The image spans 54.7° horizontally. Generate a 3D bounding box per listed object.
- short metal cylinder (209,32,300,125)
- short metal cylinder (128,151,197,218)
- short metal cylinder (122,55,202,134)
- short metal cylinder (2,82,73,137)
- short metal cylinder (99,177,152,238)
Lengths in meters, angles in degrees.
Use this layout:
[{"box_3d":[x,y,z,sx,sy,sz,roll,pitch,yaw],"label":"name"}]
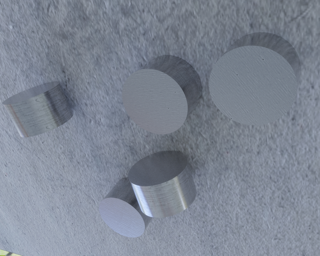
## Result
[{"box_3d":[0.095,-0.049,0.309,0.080,0.050,0.079,13,124,20],"label":"short metal cylinder"},{"box_3d":[0.004,0.073,0.413,0.080,0.080,0.050,-4,117,29],"label":"short metal cylinder"},{"box_3d":[0.003,-0.039,0.363,0.080,0.050,0.079,13,124,20],"label":"short metal cylinder"},{"box_3d":[-0.172,-0.028,0.442,0.080,0.080,0.050,-4,117,30],"label":"short metal cylinder"},{"box_3d":[-0.049,0.126,0.492,0.080,0.050,0.079,13,124,20],"label":"short metal cylinder"}]
